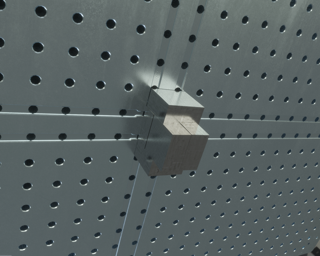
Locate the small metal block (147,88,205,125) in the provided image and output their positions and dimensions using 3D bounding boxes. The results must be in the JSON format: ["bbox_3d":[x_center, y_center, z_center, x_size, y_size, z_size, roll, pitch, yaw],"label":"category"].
[{"bbox_3d":[0.019,-0.026,0.387,0.050,0.050,0.025,2,118,-29],"label":"small metal block"}]

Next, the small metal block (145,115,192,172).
[{"bbox_3d":[0.008,0.018,0.377,0.025,0.050,0.050,2,118,-29],"label":"small metal block"}]

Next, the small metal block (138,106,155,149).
[{"bbox_3d":[0.003,0.000,0.412,0.050,0.025,0.050,2,117,-28],"label":"small metal block"}]

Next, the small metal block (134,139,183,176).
[{"bbox_3d":[0.000,0.039,0.418,0.050,0.050,0.025,1,118,-29],"label":"small metal block"}]

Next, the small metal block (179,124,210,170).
[{"bbox_3d":[0.031,0.018,0.390,0.025,0.050,0.050,2,117,-28],"label":"small metal block"}]
